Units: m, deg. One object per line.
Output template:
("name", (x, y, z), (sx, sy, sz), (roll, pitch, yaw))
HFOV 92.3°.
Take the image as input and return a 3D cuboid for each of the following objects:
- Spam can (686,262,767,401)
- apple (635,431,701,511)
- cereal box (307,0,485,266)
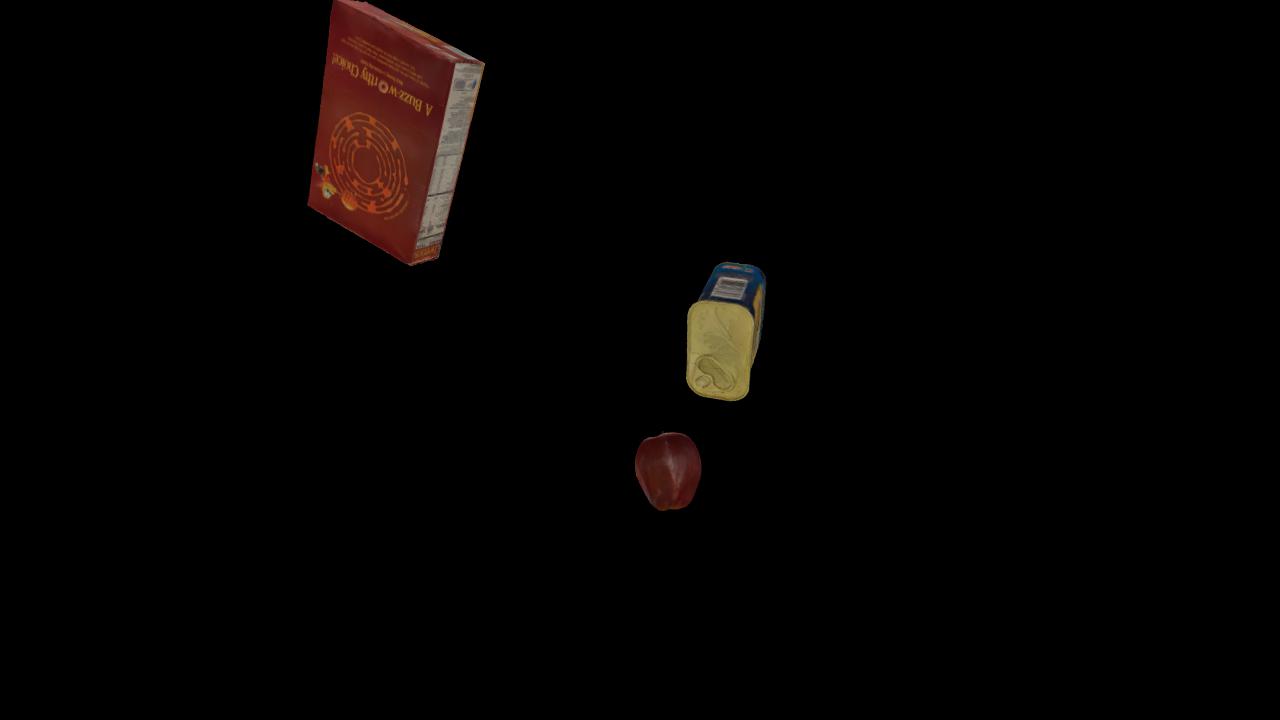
("Spam can", (0.081, -0.028, 0.561), (0.058, 0.101, 0.085), (10, 36, 16))
("apple", (0.033, 0.128, 0.723), (0.079, 0.093, 0.079), (-5, -20, -2))
("cereal box", (-0.359, -0.316, 0.885), (0.203, 0.306, 0.081), (30, 30, 9))
